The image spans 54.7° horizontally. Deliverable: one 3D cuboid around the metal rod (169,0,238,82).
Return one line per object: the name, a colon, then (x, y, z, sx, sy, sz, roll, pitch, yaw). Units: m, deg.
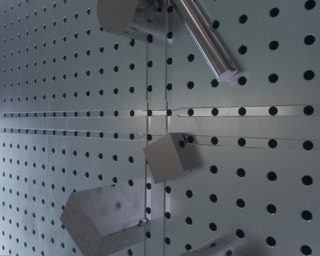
metal rod: (0.014, -0.185, 0.397, 0.025, 0.025, 0.299, -39, 66, 33)

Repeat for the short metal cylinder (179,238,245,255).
short metal cylinder: (0.058, 0.171, 0.345, 0.080, 0.050, 0.079, 0, 90, 40)

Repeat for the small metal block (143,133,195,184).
small metal block: (0.011, 0.039, 0.400, 0.050, 0.025, 0.050, -32, 71, 35)

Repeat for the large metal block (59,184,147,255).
large metal block: (-0.080, 0.131, 0.440, 0.080, 0.081, 0.050, 41, 115, 32)

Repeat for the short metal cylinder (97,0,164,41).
short metal cylinder: (-0.042, -0.166, 0.427, 0.080, 0.050, 0.079, 0, 90, 40)
